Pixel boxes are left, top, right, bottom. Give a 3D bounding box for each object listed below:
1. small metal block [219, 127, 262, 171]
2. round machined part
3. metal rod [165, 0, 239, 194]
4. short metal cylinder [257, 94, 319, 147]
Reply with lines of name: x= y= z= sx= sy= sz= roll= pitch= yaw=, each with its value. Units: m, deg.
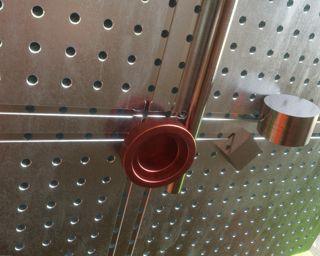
small metal block: x=0.132 y=0.036 z=0.508 sx=0.050 sy=0.025 sz=0.050 roll=-41 pitch=130 yaw=-1
round machined part: x=-0.005 y=0.029 z=0.412 sx=0.099 sy=0.042 sz=0.097 roll=-10 pitch=122 yaw=-16
metal rod: x=0.052 y=-0.036 z=0.418 sx=0.025 sy=0.025 sz=0.298 roll=-1 pitch=119 yaw=-28
short metal cylinder: x=0.196 y=-0.013 z=0.477 sx=0.081 sy=0.080 sz=0.050 roll=-10 pitch=123 yaw=-24
